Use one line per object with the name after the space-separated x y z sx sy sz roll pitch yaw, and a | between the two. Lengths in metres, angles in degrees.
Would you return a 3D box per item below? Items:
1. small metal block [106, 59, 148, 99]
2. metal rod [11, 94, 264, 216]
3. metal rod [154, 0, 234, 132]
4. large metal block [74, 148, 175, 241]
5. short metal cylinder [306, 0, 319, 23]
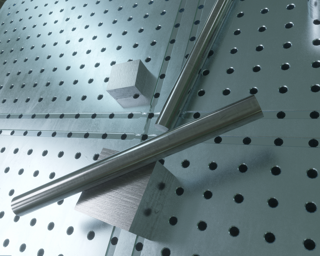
-0.051 -0.075 0.481 0.050 0.025 0.050 -6 59 25 | small metal block
-0.037 0.036 0.340 0.301 0.025 0.025 -24 53 13 | metal rod
0.066 -0.127 0.451 0.025 0.025 0.300 14 69 34 | metal rod
-0.041 0.076 0.367 0.080 0.050 0.080 9 66 32 | large metal block
0.224 -0.175 0.382 0.080 0.050 0.080 -13 56 21 | short metal cylinder
